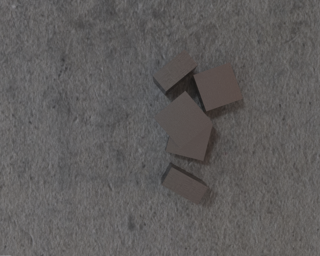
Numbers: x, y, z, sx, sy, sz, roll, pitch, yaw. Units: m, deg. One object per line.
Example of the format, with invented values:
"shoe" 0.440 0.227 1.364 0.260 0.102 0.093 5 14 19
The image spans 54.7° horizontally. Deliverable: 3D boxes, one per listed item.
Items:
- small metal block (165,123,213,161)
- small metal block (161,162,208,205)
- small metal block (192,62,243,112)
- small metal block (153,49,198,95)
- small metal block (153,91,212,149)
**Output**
"small metal block" 0.038 0.012 0.411 0.050 0.025 0.050 14 90 -1
"small metal block" 0.030 0.070 0.398 0.050 0.050 0.025 29 90 -1
"small metal block" 0.075 -0.053 0.411 0.050 0.025 0.050 -19 90 -1
"small metal block" 0.018 -0.070 0.398 0.050 0.050 0.025 -40 90 0
"small metal block" 0.028 -0.010 0.386 0.050 0.025 0.050 -40 90 -1
